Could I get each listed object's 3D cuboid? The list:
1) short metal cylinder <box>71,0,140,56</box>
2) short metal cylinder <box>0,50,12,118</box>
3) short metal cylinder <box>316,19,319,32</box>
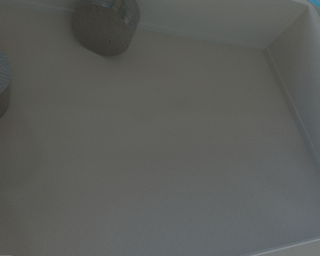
[{"bbox_3d":[-0.072,-0.145,0.420,0.080,0.080,0.050,24,53,-14],"label":"short metal cylinder"},{"bbox_3d":[-0.195,-0.045,0.312,0.081,0.050,0.080,14,56,-21],"label":"short metal cylinder"},{"bbox_3d":[0.455,-0.267,0.799,0.081,0.050,0.080,14,56,-21],"label":"short metal cylinder"}]
